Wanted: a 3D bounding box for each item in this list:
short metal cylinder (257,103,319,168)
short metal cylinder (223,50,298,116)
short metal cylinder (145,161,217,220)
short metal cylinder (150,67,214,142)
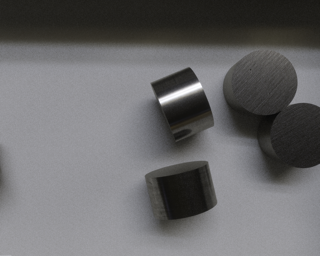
[{"bbox_3d":[0.174,0.009,0.401,0.081,0.050,0.079,0,90,-1],"label":"short metal cylinder"},{"bbox_3d":[0.127,-0.055,0.401,0.081,0.050,0.079,0,90,-1],"label":"short metal cylinder"},{"bbox_3d":[0.026,0.075,0.384,0.080,0.080,0.050,-13,90,0],"label":"short metal cylinder"},{"bbox_3d":[0.027,-0.029,0.384,0.050,0.080,0.080,-23,90,0],"label":"short metal cylinder"}]
